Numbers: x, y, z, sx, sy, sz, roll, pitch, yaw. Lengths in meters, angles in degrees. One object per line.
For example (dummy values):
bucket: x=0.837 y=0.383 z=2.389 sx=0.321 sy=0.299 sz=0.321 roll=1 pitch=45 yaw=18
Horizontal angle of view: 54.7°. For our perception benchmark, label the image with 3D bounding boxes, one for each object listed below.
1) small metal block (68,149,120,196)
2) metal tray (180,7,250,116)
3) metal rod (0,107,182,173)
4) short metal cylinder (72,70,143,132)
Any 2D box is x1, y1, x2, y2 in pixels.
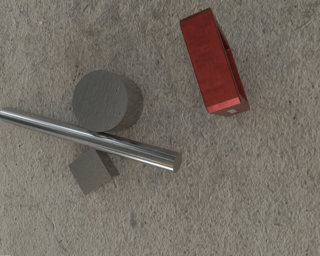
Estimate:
small metal block: x=-0.094 y=0.060 z=0.441 sx=0.050 sy=0.025 sz=0.050 roll=-35 pitch=79 yaw=16
metal tray: x=0.064 y=-0.060 z=0.330 sx=0.030 sy=0.130 sz=0.090 roll=-18 pitch=84 yaw=19
metal rod: x=-0.112 y=0.010 z=0.430 sx=0.301 sy=0.025 sz=0.025 roll=13 pitch=95 yaw=25
short metal cylinder: x=-0.069 y=-0.035 z=0.419 sx=0.080 sy=0.050 sz=0.079 roll=0 pitch=90 yaw=19
